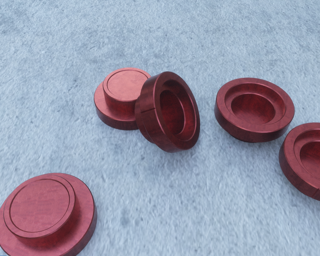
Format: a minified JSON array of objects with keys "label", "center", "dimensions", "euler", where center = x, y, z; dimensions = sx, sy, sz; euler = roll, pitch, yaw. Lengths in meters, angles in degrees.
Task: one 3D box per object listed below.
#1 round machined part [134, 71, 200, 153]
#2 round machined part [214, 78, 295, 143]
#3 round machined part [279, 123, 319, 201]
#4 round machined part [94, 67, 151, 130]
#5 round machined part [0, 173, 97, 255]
[{"label":"round machined part","center":[0.006,-0.017,0.383],"dimensions":[0.042,0.098,0.098],"euler":[-16,41,35]},{"label":"round machined part","center":[0.121,-0.019,0.410],"dimensions":[0.099,0.042,0.098],"euler":[0,50,0]},{"label":"round machined part","center":[0.187,0.044,0.358],"dimensions":[0.099,0.042,0.098],"euler":[0,50,0]},{"label":"round machined part","center":[-0.043,-0.047,0.431],"dimensions":[0.099,0.042,0.098],"euler":[0,50,0]},{"label":"round machined part","center":[-0.117,0.087,0.317],"dimensions":[0.099,0.042,0.098],"euler":[0,50,0]}]
